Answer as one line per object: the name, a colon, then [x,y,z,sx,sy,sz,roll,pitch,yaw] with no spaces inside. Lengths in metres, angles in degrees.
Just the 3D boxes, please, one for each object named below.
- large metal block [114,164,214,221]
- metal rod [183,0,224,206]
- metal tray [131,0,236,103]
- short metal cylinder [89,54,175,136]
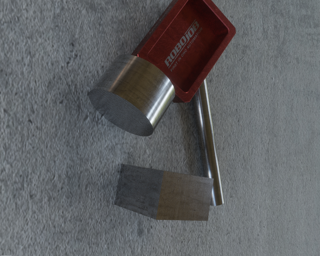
large metal block: [0.004,0.077,0.373,0.081,0.080,0.050,15,80,-39]
metal rod: [0.061,-0.031,0.455,0.025,0.025,0.298,-16,101,-39]
metal tray: [0.032,-0.109,0.404,0.090,0.030,0.130,40,76,-23]
short metal cylinder: [-0.030,-0.034,0.343,0.080,0.080,0.050,45,63,-31]
